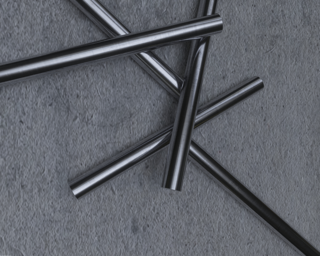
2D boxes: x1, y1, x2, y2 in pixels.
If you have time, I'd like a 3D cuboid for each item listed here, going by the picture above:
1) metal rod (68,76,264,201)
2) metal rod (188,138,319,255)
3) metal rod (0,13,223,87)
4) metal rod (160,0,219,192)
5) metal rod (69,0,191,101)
[{"bbox_3d":[0.021,0.005,0.416,0.302,0.025,0.025,-30,100,-18],"label":"metal rod"},{"bbox_3d":[0.143,0.115,0.461,0.300,0.025,0.025,41,77,-16],"label":"metal rod"},{"bbox_3d":[-0.068,-0.090,0.362,0.302,0.025,0.025,-17,96,-11],"label":"metal rod"},{"bbox_3d":[0.044,-0.069,0.400,0.025,0.025,0.299,18,75,-19],"label":"metal rod"},{"bbox_3d":[-0.064,-0.131,0.385,0.300,0.025,0.025,41,77,-16],"label":"metal rod"}]
